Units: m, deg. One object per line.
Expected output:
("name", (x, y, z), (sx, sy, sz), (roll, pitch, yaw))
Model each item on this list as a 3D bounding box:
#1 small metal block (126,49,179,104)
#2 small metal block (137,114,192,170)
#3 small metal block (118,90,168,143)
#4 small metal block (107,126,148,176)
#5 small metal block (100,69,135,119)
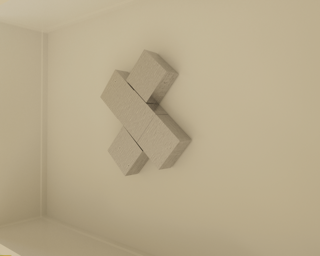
("small metal block", (-0.011, -0.068, 0.413), (0.050, 0.025, 0.050), (49, 118, 28))
("small metal block", (0.004, 0.018, 0.400), (0.050, 0.025, 0.050), (49, 119, 29))
("small metal block", (-0.025, -0.016, 0.424), (0.050, 0.025, 0.050), (49, 119, 29))
("small metal block", (-0.042, 0.032, 0.439), (0.050, 0.025, 0.050), (50, 120, 28))
("small metal block", (-0.054, -0.048, 0.449), (0.050, 0.025, 0.050), (49, 119, 29))
